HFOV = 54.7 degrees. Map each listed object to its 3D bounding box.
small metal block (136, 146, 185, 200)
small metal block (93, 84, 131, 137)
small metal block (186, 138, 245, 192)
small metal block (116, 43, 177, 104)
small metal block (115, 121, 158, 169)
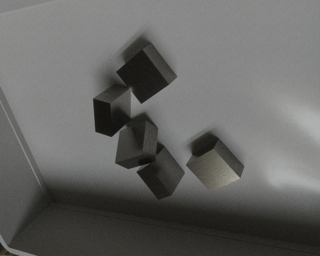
[{"bbox_3d":[0.002,0.062,0.430,0.025,0.050,0.050,-29,103,37],"label":"small metal block"},{"bbox_3d":[-0.062,-0.024,0.410,0.025,0.050,0.050,17,125,19],"label":"small metal block"},{"bbox_3d":[0.071,0.049,0.402,0.050,0.025,0.050,48,129,-6],"label":"small metal block"},{"bbox_3d":[-0.016,-0.065,0.377,0.050,0.025,0.050,-31,102,38],"label":"small metal block"},{"bbox_3d":[-0.031,0.024,0.420,0.050,0.050,0.025,-20,142,35],"label":"small metal block"}]
